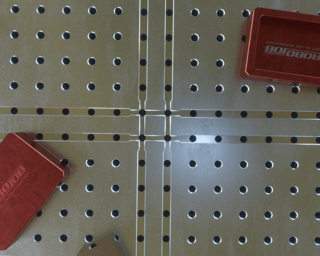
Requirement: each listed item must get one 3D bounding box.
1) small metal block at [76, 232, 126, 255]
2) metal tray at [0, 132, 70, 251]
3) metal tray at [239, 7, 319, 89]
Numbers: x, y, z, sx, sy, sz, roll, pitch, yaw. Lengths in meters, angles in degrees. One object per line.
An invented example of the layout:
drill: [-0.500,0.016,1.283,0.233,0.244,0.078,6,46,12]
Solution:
small metal block: [-0.075,0.176,0.413,0.050,0.025,0.050,-27,90,-1]
metal tray: [-0.195,0.081,0.408,0.090,0.030,0.130,38,90,-1]
metal tray: [0.180,-0.104,0.413,0.131,0.030,0.089,8,90,-1]
